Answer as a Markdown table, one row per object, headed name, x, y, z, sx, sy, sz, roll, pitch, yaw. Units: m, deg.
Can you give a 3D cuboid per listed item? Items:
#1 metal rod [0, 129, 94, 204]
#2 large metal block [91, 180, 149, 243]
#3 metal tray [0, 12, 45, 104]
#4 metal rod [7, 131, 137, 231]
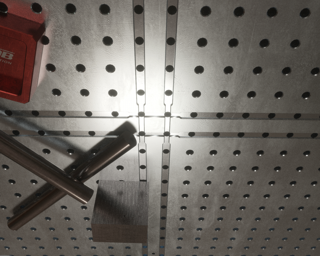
| name | x | y | z | sx | sy | sz | roll | pitch | yaw |
| --- | --- | --- | --- | --- | --- | --- | --- | --- | --- |
| metal rod | -0.213 | 0.014 | 0.401 | 0.301 | 0.025 | 0.025 | 40 | 119 | -23 |
| large metal block | -0.059 | 0.130 | 0.486 | 0.081 | 0.080 | 0.050 | 3 | 130 | -3 |
| metal tray | -0.199 | -0.085 | 0.332 | 0.131 | 0.030 | 0.089 | 16 | 128 | -14 |
| metal rod | -0.151 | 0.093 | 0.488 | 0.299 | 0.025 | 0.025 | -35 | 122 | 26 |
